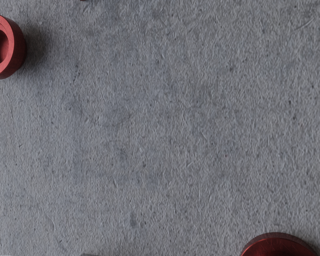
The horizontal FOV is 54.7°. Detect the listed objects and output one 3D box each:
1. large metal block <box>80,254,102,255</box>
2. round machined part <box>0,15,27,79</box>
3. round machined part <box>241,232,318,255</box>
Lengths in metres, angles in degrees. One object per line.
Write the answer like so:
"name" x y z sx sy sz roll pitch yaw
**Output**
"large metal block" -0.104 0.226 0.415 0.050 0.080 0.079 -1 90 20
"round machined part" -0.251 -0.124 0.486 0.098 0.042 0.097 0 90 19
"round machined part" 0.137 0.174 0.352 0.098 0.042 0.097 0 90 19
